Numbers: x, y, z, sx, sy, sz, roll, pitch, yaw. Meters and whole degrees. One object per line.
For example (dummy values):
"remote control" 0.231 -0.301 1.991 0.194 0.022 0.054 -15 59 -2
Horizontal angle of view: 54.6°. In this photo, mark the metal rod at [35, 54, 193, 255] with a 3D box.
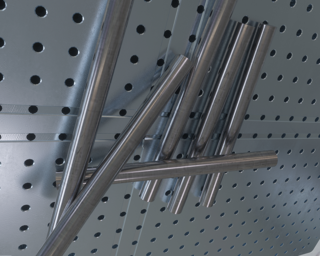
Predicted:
"metal rod" -0.054 0.041 0.359 0.025 0.025 0.300 40 81 -39

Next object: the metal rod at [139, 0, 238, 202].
"metal rod" 0.031 -0.028 0.409 0.025 0.025 0.298 7 115 -32

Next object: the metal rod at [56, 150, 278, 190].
"metal rod" 0.019 0.054 0.418 0.302 0.025 0.025 -4 121 -14

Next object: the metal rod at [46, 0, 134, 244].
"metal rod" -0.082 0.000 0.343 0.025 0.025 0.298 9 107 -32

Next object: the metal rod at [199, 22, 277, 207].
"metal rod" 0.110 -0.003 0.467 0.025 0.025 0.298 -2 119 -28

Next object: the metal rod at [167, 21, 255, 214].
"metal rod" 0.066 0.001 0.446 0.025 0.025 0.298 4 117 -30
